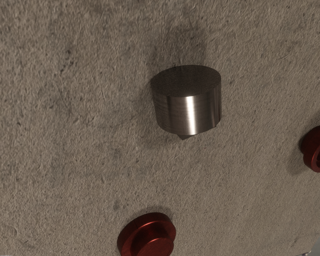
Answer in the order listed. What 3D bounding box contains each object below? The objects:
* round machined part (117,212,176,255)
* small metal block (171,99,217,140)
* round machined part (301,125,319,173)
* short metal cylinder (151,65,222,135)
[{"bbox_3d":[-0.017,0.189,0.506,0.099,0.042,0.097,-14,125,-21],"label":"round machined part"},{"bbox_3d":[0.038,-0.015,0.404,0.050,0.050,0.025,-21,127,-17],"label":"small metal block"},{"bbox_3d":[0.310,0.033,0.590,0.099,0.042,0.097,-14,125,-21],"label":"round machined part"},{"bbox_3d":[0.032,-0.035,0.369,0.081,0.080,0.050,-21,127,-17],"label":"short metal cylinder"}]
